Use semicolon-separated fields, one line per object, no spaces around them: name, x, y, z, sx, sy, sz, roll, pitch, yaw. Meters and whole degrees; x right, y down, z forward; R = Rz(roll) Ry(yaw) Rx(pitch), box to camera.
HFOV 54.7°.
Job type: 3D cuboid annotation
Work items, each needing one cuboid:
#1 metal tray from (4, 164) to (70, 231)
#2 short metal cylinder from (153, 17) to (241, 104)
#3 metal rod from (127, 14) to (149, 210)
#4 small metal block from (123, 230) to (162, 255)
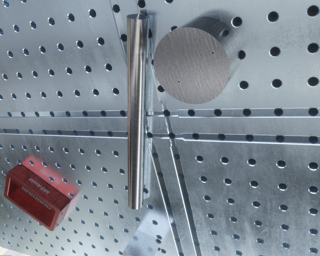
metal tray;-0.252;0.143;0.629;0.130;0.030;0.089;34;129;5
short metal cylinder;0.040;-0.072;0.329;0.080;0.050;0.079;13;124;21
metal rod;-0.032;0.000;0.428;0.025;0.025;0.298;16;125;19
small metal block;-0.031;0.215;0.544;0.050;0.050;0.025;19;126;17
